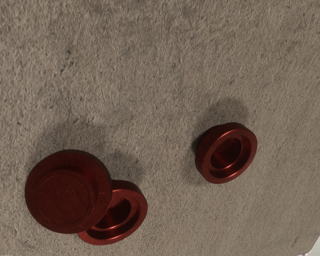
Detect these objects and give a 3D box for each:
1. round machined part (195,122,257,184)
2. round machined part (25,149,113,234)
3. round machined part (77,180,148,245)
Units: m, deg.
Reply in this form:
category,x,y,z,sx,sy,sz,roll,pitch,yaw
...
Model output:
category,x,y,z,sx,sy,sz,roll,pitch,yaw
round machined part,0.095,0.034,0.471,0.099,0.042,0.097,-14,125,-21
round machined part,-0.106,0.076,0.356,0.099,0.042,0.097,0,96,-3
round machined part,-0.070,0.110,0.427,0.099,0.042,0.097,-14,125,-21
